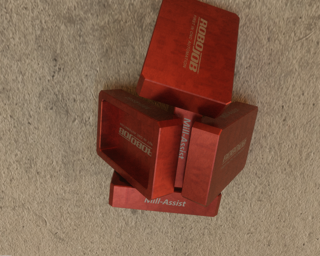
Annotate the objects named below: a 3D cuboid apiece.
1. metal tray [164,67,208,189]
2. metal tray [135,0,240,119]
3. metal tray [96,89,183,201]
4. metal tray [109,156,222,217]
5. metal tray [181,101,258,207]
[{"bbox_3d":[0.026,-0.004,0.375,0.030,0.090,0.129,7,110,-3],"label":"metal tray"},{"bbox_3d":[0.034,-0.082,0.332,0.091,0.130,0.030,17,150,-7],"label":"metal tray"},{"bbox_3d":[-0.031,0.013,0.364,0.030,0.130,0.089,-9,115,-36],"label":"metal tray"},{"bbox_3d":[0.006,0.070,0.402,0.131,0.090,0.030,7,110,-3],"label":"metal tray"},{"bbox_3d":[0.075,0.024,0.368,0.030,0.131,0.089,18,113,29],"label":"metal tray"}]
